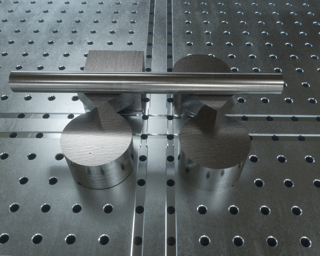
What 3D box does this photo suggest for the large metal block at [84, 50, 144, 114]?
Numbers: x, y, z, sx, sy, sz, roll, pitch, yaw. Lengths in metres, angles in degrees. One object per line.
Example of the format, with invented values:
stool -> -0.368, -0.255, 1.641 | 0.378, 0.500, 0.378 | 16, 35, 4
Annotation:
large metal block -> -0.065, -0.067, 0.446 | 0.080, 0.050, 0.080 | 1, 50, 1

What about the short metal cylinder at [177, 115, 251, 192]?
short metal cylinder -> 0.062, 0.028, 0.368 | 0.080, 0.050, 0.080 | 0, 50, 0

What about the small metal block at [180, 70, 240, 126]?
small metal block -> 0.061, -0.038, 0.375 | 0.050, 0.025, 0.050 | 33, 57, 24

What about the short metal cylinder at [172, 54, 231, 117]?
short metal cylinder -> 0.057, -0.061, 0.443 | 0.080, 0.050, 0.080 | 0, 50, 0

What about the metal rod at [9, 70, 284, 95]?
metal rod -> -0.015, -0.051, 0.353 | 0.302, 0.025, 0.025 | 1, 50, 0

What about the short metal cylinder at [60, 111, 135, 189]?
short metal cylinder -> -0.072, 0.025, 0.369 | 0.080, 0.050, 0.080 | 0, 50, 0

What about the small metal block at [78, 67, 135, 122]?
small metal block -> -0.067, -0.042, 0.378 | 0.050, 0.025, 0.050 | -33, 57, -25
